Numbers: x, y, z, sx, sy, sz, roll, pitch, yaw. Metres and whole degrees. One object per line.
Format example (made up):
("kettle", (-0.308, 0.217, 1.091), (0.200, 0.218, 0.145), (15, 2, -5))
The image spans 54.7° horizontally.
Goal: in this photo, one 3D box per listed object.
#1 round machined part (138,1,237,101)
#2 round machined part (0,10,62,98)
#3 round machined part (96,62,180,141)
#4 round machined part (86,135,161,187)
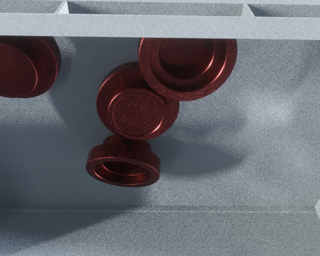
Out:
("round machined part", (0.026, -0.081, 0.322), (0.099, 0.042, 0.097), (-4, 123, -5))
("round machined part", (-0.162, -0.072, 0.335), (0.099, 0.042, 0.097), (0, 130, 0))
("round machined part", (-0.026, -0.025, 0.367), (0.099, 0.042, 0.097), (-2, 122, -2))
("round machined part", (-0.048, 0.043, 0.422), (0.099, 0.042, 0.098), (4, 148, 3))
